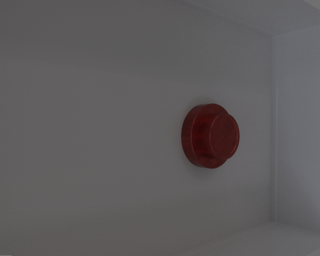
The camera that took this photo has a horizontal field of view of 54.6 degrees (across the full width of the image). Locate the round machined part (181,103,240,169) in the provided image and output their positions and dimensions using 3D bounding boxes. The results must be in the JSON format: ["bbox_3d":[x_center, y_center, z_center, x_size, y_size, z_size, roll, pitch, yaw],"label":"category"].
[{"bbox_3d":[0.082,0.012,0.463,0.099,0.042,0.097,0,90,-40],"label":"round machined part"}]
